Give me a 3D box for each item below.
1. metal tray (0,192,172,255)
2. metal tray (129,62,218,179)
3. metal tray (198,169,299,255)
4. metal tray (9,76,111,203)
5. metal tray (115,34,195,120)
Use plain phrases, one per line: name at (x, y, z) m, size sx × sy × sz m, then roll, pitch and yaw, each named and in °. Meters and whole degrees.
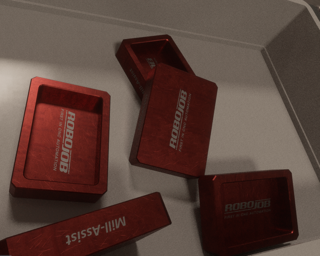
metal tray at (-0.066, 0.098, 0.269) m, size 0.131 × 0.090 × 0.030 m, roll -10°, pitch 67°, yaw -33°
metal tray at (0.020, -0.008, 0.395) m, size 0.091 × 0.030 × 0.130 m, roll 17°, pitch 73°, yaw -19°
metal tray at (0.112, 0.100, 0.385) m, size 0.131 × 0.030 × 0.089 m, roll 0°, pitch 82°, yaw -28°
metal tray at (-0.104, 0.012, 0.339) m, size 0.091 × 0.030 × 0.130 m, roll 11°, pitch 57°, yaw -23°
metal tray at (0.005, -0.074, 0.451) m, size 0.091 × 0.030 × 0.130 m, roll -19°, pitch 72°, yaw -36°
